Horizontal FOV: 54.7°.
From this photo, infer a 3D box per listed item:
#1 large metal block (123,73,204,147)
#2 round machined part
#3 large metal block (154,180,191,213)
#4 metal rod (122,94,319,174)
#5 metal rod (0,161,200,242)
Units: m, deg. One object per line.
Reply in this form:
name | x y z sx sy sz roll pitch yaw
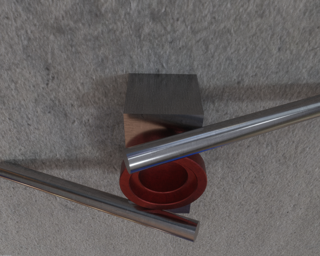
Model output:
large metal block | 0.003 -0.021 0.355 0.081 0.080 0.050 1 130 -1
round machined part | 0.004 0.050 0.363 0.099 0.042 0.097 -1 130 0
large metal block | 0.000 0.071 0.433 0.081 0.080 0.050 1 130 -1
metal rod | 0.108 -0.006 0.335 0.302 0.025 0.025 -15 132 -17
metal rod | -0.096 0.091 0.412 0.301 0.025 0.025 12 133 19
